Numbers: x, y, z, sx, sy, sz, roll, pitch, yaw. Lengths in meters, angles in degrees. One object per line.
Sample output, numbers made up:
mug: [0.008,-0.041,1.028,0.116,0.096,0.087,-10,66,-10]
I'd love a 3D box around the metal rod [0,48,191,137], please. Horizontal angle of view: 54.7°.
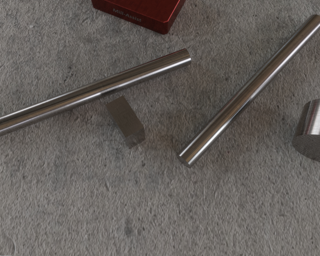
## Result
metal rod: [-0.099,-0.047,0.423,0.302,0.025,0.025,-22,72,-8]

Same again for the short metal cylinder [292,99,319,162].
short metal cylinder: [0.211,0.006,0.379,0.080,0.080,0.050,23,72,8]

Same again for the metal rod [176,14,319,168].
metal rod: [0.133,-0.059,0.431,0.025,0.025,0.301,42,75,13]

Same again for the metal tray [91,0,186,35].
metal tray: [-0.031,-0.209,0.481,0.130,0.030,0.090,23,71,8]

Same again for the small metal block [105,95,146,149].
small metal block: [-0.043,-0.006,0.397,0.025,0.050,0.050,-31,73,-11]
